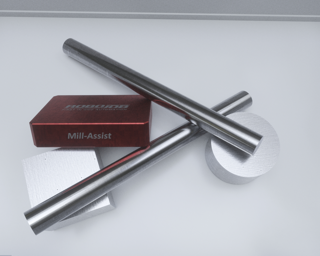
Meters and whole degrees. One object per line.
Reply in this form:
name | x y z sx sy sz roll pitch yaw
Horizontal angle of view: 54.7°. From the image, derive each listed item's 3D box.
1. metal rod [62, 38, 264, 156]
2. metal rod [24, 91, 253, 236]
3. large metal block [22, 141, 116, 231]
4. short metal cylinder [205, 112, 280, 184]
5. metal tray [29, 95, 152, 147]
metal rod | -0.013 -0.050 0.395 0.300 0.025 0.025 30 72 23
metal rod | -0.004 0.026 0.359 0.302 0.025 0.025 -29 72 -25
large metal block | -0.105 0.068 0.365 0.081 0.050 0.080 -18 71 -7
short metal cylinder | 0.100 0.026 0.385 0.081 0.050 0.080 0 70 0
metal tray | -0.077 -0.011 0.379 0.131 0.030 0.090 0 26 1
